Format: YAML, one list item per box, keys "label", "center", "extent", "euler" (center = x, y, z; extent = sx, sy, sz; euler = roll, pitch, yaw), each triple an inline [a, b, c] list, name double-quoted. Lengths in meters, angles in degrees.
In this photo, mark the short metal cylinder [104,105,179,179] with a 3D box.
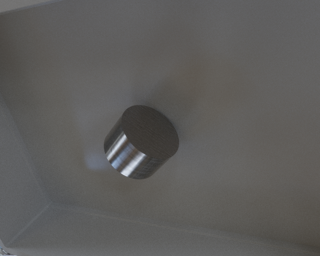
- label: "short metal cylinder"
  center: [-0.023, 0.018, 0.392]
  extent: [0.080, 0.080, 0.050]
  euler: [41, 129, -1]
